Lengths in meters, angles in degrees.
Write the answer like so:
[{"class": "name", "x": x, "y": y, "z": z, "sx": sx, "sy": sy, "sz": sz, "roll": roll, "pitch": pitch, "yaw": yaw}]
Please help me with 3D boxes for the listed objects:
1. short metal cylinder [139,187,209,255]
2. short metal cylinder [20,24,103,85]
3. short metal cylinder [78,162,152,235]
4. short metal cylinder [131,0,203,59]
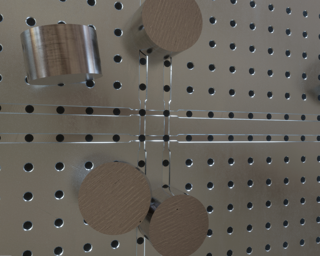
[{"class": "short metal cylinder", "x": 0.016, "y": 0.122, "z": 0.407, "sx": 0.081, "sy": 0.050, "sz": 0.079, "roll": 0, "pitch": 90, "yaw": -21}, {"class": "short metal cylinder", "x": -0.108, "y": -0.079, "z": 0.344, "sx": 0.081, "sy": 0.080, "sz": 0.050, "roll": -9, "pitch": 93, "yaw": -20}, {"class": "short metal cylinder", "x": -0.050, "y": 0.081, "z": 0.368, "sx": 0.081, "sy": 0.050, "sz": 0.080, "roll": 0, "pitch": 82, "yaw": 0}, {"class": "short metal cylinder", "x": 0.008, "y": -0.134, "z": 0.403, "sx": 0.081, "sy": 0.050, "sz": 0.079, "roll": 0, "pitch": 90, "yaw": -20}]
